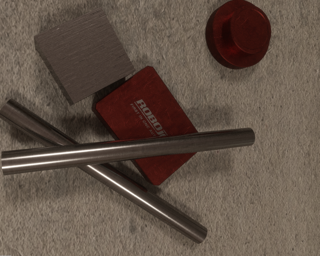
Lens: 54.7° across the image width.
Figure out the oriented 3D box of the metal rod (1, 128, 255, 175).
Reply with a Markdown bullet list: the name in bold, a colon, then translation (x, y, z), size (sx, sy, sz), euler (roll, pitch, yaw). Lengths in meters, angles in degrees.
- **metal rod**: translation (-0.019, 0.024, 0.370), size (0.303, 0.025, 0.025), euler (-5, 92, -20)

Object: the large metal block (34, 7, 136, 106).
- **large metal block**: translation (-0.088, -0.081, 0.364), size (0.080, 0.050, 0.080), euler (-32, 101, -18)

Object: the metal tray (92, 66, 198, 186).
- **metal tray**: translation (-0.013, -0.002, 0.402), size (0.090, 0.030, 0.130), euler (-39, 103, -16)

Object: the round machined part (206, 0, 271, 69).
- **round machined part**: translation (0.119, -0.137, 0.445), size (0.099, 0.042, 0.097), euler (0, 90, -21)

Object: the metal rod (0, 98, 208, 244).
- **metal rod**: translation (-0.058, 0.063, 0.388), size (0.301, 0.025, 0.025), euler (37, 78, -17)
